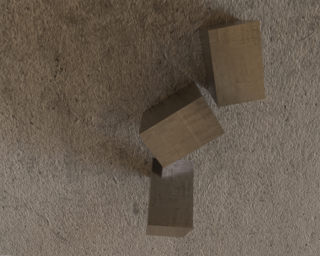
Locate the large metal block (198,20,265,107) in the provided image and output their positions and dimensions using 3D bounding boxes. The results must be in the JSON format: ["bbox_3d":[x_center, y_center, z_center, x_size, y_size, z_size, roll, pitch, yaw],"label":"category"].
[{"bbox_3d":[0.079,-0.077,0.353,0.050,0.080,0.079,-10,110,4],"label":"large metal block"}]

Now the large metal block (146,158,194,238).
[{"bbox_3d":[0.011,0.092,0.397,0.050,0.080,0.080,5,153,-2],"label":"large metal block"}]

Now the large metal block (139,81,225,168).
[{"bbox_3d":[0.024,-0.007,0.378,0.080,0.080,0.050,-31,107,11],"label":"large metal block"}]
